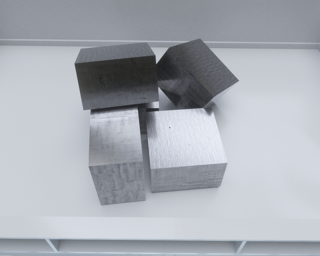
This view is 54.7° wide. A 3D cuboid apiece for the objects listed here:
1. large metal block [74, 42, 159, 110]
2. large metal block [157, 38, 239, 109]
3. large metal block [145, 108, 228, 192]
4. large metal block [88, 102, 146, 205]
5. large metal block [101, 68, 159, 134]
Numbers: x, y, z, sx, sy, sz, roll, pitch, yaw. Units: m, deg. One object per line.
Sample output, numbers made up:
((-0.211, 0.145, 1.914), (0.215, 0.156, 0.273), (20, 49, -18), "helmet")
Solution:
((-0.048, -0.062, 0.354), (0.081, 0.050, 0.080), (-7, 25, -6), "large metal block")
((0.046, -0.067, 0.410), (0.080, 0.050, 0.081), (50, 41, 7), "large metal block")
((0.026, 0.024, 0.364), (0.081, 0.050, 0.080), (-4, 50, -4), "large metal block")
((-0.046, 0.028, 0.343), (0.050, 0.080, 0.080), (-5, 50, -5), "large metal block")
((-0.042, -0.038, 0.419), (0.081, 0.050, 0.080), (-1, 50, -1), "large metal block")
